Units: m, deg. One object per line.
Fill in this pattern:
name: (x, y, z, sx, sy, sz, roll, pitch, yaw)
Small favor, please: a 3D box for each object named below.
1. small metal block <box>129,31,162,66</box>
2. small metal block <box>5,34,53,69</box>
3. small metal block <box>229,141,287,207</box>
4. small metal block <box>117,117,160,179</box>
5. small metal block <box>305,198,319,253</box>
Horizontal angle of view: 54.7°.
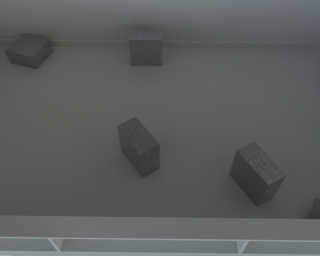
small metal block: (-0.022, -0.127, 0.495, 0.050, 0.050, 0.025, 0, 50, 0)
small metal block: (-0.214, -0.127, 0.510, 0.050, 0.025, 0.050, 14, 51, 11)
small metal block: (0.107, 0.052, 0.346, 0.025, 0.050, 0.050, -24, 54, -18)
small metal block: (-0.025, 0.024, 0.369, 0.025, 0.050, 0.050, -28, 56, -21)
small metal block: (0.179, 0.094, 0.307, 0.025, 0.050, 0.050, 45, 53, -13)
